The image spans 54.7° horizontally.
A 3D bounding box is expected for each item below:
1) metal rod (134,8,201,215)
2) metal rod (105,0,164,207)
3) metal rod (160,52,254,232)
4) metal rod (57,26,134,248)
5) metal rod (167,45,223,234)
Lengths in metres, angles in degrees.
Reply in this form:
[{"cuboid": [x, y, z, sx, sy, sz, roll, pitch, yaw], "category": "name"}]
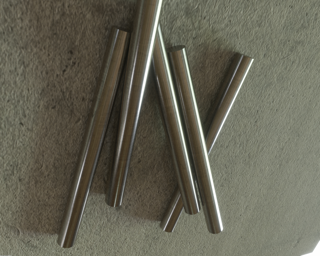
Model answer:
[{"cuboid": [0.017, -0.001, 0.397, 0.025, 0.025, 0.298, -23, 122, -14], "category": "metal rod"}, {"cuboid": [-0.034, -0.022, 0.356, 0.025, 0.025, 0.298, -4, 126, -27], "category": "metal rod"}, {"cuboid": [0.062, 0.034, 0.461, 0.025, 0.025, 0.298, 8, 115, -32], "category": "metal rod"}, {"cuboid": [-0.084, 0.028, 0.377, 0.025, 0.025, 0.298, 6, 116, -31], "category": "metal rod"}, {"cuboid": [0.053, 0.034, 0.430, 0.025, 0.025, 0.298, -24, 119, -14], "category": "metal rod"}]
